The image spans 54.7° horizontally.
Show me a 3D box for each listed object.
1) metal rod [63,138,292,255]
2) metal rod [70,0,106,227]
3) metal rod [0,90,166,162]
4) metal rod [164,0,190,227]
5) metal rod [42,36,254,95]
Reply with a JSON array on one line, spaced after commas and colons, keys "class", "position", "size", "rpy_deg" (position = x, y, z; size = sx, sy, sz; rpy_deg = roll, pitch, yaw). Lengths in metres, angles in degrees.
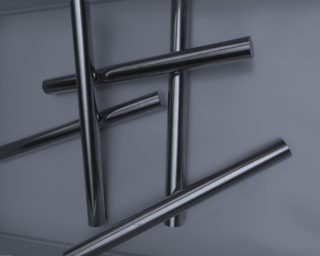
[{"class": "metal rod", "position": [0.015, 0.094, 0.377], "size": [0.301, 0.025, 0.025], "rpy_deg": [-29, 81, 7]}, {"class": "metal rod", "position": [-0.095, -0.011, 0.414], "size": [0.025, 0.025, 0.298], "rpy_deg": [2, 101, 19]}, {"class": "metal rod", "position": [-0.134, 0.004, 0.456], "size": [0.301, 0.025, 0.025], "rpy_deg": [-17, 85, 18]}, {"class": "metal rod", "position": [0.022, -0.024, 0.401], "size": [0.025, 0.025, 0.298], "rpy_deg": [2, 91, 19]}, {"class": "metal rod", "position": [-0.035, -0.075, 0.401], "size": [0.300, 0.025, 0.025], "rpy_deg": [-5, 88, 27]}]
